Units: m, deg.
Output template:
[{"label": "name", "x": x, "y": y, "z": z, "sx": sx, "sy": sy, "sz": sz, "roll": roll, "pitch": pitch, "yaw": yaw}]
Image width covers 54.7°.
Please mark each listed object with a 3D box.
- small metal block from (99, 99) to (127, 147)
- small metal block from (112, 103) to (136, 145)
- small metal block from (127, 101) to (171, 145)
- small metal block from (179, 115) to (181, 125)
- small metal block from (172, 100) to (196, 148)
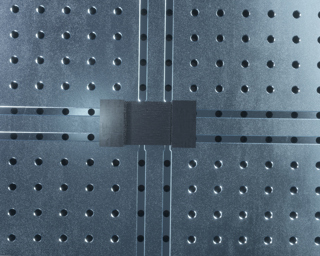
[{"label": "small metal block", "x": -0.051, "y": -0.005, "z": 0.349, "sx": 0.025, "sy": 0.050, "sz": 0.050, "roll": 1, "pitch": 90, "yaw": 0}, {"label": "small metal block", "x": -0.045, "y": -0.005, "z": 0.400, "sx": 0.025, "sy": 0.050, "sz": 0.050, "roll": 1, "pitch": 90, "yaw": 0}, {"label": "small metal block", "x": -0.013, "y": -0.006, "z": 0.364, "sx": 0.050, "sy": 0.025, "sz": 0.050, "roll": 1, "pitch": 90, "yaw": -1}, {"label": "small metal block", "x": 0.020, "y": -0.004, "z": 0.401, "sx": 0.025, "sy": 0.050, "sz": 0.050, "roll": -1, "pitch": 90, "yaw": 0}, {"label": "small metal block", "x": 0.025, "y": -0.004, "z": 0.350, "sx": 0.025, "sy": 0.050, "sz": 0.050, "roll": 1, "pitch": 90, "yaw": 0}]
